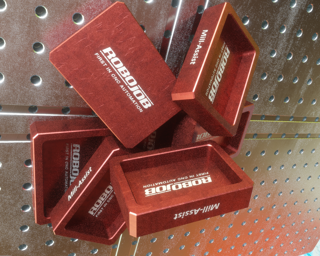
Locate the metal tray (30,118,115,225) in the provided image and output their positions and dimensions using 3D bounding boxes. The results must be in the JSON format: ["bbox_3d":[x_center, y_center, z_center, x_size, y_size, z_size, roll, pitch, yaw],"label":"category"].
[{"bbox_3d":[-0.108,0.053,0.382,0.091,0.030,0.129,-5,120,-27],"label":"metal tray"}]

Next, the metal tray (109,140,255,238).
[{"bbox_3d":[0.020,0.057,0.331,0.131,0.090,0.030,-9,122,-19],"label":"metal tray"}]

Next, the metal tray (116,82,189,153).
[{"bbox_3d":[-0.011,0.007,0.405,0.091,0.030,0.129,-6,119,-28],"label":"metal tray"}]

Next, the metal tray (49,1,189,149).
[{"bbox_3d":[-0.039,-0.053,0.331,0.090,0.030,0.130,-39,114,-2],"label":"metal tray"}]

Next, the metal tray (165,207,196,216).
[{"bbox_3d":[0.040,0.098,0.447,0.090,0.030,0.130,-26,161,-12],"label":"metal tray"}]

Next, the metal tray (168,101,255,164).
[{"bbox_3d":[0.072,0.011,0.430,0.131,0.030,0.089,-16,127,-40],"label":"metal tray"}]

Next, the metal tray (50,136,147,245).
[{"bbox_3d":[-0.062,0.082,0.385,0.090,0.030,0.130,30,102,-38],"label":"metal tray"}]

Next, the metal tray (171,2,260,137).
[{"bbox_3d":[0.070,-0.066,0.361,0.090,0.030,0.130,38,64,-38],"label":"metal tray"}]
